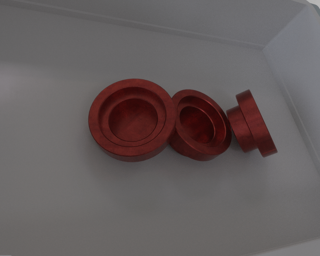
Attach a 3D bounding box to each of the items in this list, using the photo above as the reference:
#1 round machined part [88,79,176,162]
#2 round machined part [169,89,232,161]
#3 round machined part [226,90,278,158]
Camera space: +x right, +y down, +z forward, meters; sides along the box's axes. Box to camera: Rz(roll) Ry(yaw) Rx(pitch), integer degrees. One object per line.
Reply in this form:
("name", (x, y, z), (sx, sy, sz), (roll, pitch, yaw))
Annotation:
("round machined part", (-0.031, -0.006, 0.365), (0.099, 0.042, 0.098), (-1, 66, 2))
("round machined part", (0.044, 0.000, 0.414), (0.099, 0.042, 0.098), (18, 52, -24))
("round machined part", (0.128, -0.002, 0.444), (0.098, 0.042, 0.098), (55, 20, -31))
